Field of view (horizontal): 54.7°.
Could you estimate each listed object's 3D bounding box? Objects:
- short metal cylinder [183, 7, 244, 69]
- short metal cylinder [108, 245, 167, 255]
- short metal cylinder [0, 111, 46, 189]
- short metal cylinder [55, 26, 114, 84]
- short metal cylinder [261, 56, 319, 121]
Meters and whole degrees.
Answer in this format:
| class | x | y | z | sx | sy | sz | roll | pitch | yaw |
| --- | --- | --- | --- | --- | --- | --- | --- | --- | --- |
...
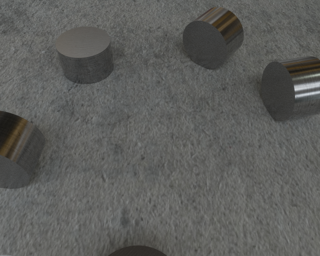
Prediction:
| class | x | y | z | sx | sy | sz | roll | pitch | yaw |
| --- | --- | --- | --- | --- | --- | --- | --- | --- | --- |
| short metal cylinder | 0.083 | -0.141 | 0.487 | 0.080 | 0.080 | 0.050 | 31 | 57 | 23 |
| short metal cylinder | -0.019 | 0.148 | 0.262 | 0.081 | 0.050 | 0.080 | 0 | 50 | 0 |
| short metal cylinder | -0.176 | 0.026 | 0.344 | 0.080 | 0.080 | 0.050 | 5 | 50 | 4 |
| short metal cylinder | -0.115 | -0.114 | 0.481 | 0.081 | 0.050 | 0.080 | 0 | 50 | 0 |
| short metal cylinder | 0.179 | -0.052 | 0.414 | 0.050 | 0.080 | 0.080 | -11 | 51 | -9 |
